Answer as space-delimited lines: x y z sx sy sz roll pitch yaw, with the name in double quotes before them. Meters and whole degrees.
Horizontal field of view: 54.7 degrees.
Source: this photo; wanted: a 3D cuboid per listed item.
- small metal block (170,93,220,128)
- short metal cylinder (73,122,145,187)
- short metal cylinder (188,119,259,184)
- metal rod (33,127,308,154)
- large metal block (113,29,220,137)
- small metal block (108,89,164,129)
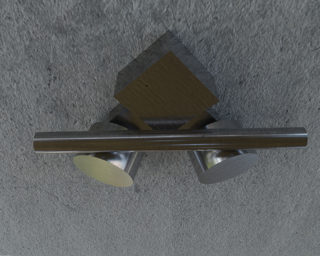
"small metal block" 0.043 -0.012 0.398 0.050 0.025 0.050 -36 122 26
"short metal cylinder" -0.064 0.036 0.403 0.080 0.050 0.080 15 149 10
"short metal cylinder" 0.079 0.032 0.402 0.081 0.050 0.080 -15 150 -9
"metal rod" 0.011 0.014 0.353 0.302 0.025 0.025 -1 130 0
"large metal block" 0.007 -0.047 0.350 0.080 0.050 0.080 -35 122 25
"small metal block" -0.030 -0.014 0.397 0.050 0.025 0.050 -36 122 25
